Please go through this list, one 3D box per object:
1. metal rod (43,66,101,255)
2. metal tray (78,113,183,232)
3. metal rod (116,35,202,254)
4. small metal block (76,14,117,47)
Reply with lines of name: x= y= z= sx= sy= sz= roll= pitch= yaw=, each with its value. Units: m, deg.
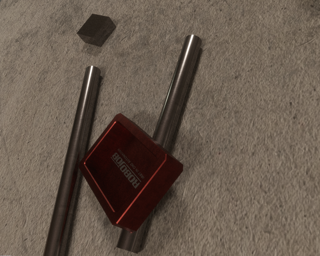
metal rod: x=-0.120 y=0.034 z=0.444 sx=0.025 sy=0.025 sz=0.299 roll=-10 pitch=57 yaw=22
metal tray: x=-0.041 y=0.045 z=0.366 sx=0.090 sy=0.030 sz=0.130 roll=-52 pitch=38 yaw=0
metal rod: x=0.007 y=0.003 z=0.397 sx=0.025 sy=0.025 sz=0.300 roll=4 pitch=63 yaw=30
small metal block: x=-0.118 y=-0.182 z=0.575 sx=0.050 sy=0.025 sz=0.050 roll=25 pitch=75 yaw=36
